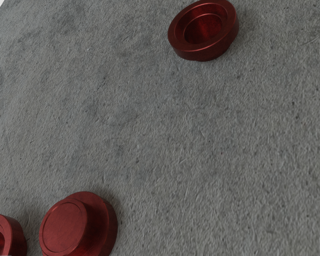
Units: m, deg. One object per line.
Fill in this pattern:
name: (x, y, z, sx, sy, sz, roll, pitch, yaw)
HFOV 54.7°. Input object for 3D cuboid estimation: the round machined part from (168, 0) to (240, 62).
round machined part: (0.064, -0.134, 0.442, 0.098, 0.042, 0.098, -13, 56, 21)

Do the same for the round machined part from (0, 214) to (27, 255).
round machined part: (-0.215, 0.166, 0.405, 0.098, 0.042, 0.098, -13, 56, 21)

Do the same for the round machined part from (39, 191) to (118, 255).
round machined part: (-0.104, 0.123, 0.372, 0.098, 0.042, 0.098, -13, 56, 21)
